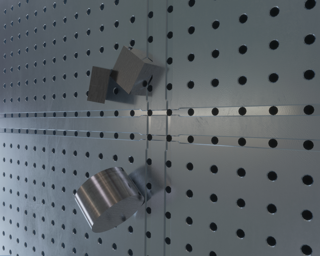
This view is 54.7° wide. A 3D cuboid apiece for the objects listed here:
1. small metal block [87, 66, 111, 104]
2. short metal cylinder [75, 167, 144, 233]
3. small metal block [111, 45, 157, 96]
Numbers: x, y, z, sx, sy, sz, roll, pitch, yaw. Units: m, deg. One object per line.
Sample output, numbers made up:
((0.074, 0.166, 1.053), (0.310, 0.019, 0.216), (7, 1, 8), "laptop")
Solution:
((-0.091, -0.066, 0.467), (0.050, 0.025, 0.050), (-124, 45, -76), "small metal block")
((-0.070, 0.100, 0.431), (0.050, 0.081, 0.080), (51, 120, 28), "short metal cylinder")
((-0.039, -0.081, 0.442), (0.050, 0.025, 0.050), (44, 116, 31), "small metal block")
